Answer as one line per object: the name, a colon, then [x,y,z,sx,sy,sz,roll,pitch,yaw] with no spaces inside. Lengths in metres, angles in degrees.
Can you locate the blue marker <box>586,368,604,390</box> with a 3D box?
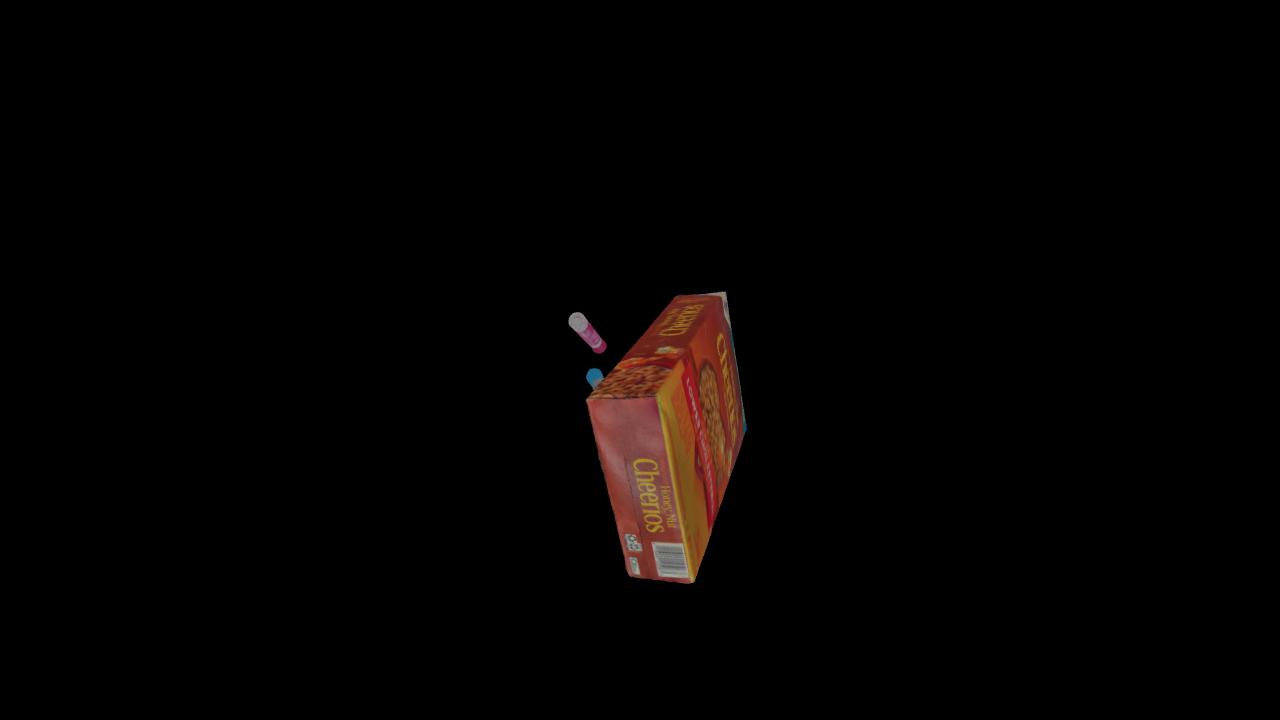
blue marker: [-0.035,0.039,0.643,0.020,0.020,0.121,0,24,-20]

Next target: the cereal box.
cereal box: [0.050,0.063,0.687,0.081,0.203,0.306,-3,21,22]

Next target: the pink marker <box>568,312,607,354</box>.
pink marker: [-0.059,-0.029,0.717,0.020,0.020,0.121,0,-13,9]
